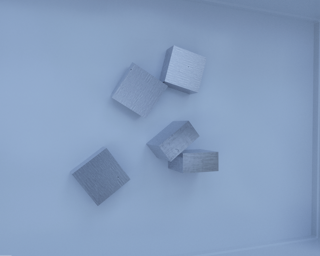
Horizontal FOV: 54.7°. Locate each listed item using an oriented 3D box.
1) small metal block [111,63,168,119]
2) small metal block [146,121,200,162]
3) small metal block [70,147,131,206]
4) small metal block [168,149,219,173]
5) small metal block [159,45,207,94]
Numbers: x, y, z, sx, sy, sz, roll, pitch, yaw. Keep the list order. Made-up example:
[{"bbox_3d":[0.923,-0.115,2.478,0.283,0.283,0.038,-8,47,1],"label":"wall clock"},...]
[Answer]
[{"bbox_3d":[-0.027,-0.048,0.394,0.050,0.025,0.050,32,97,-18],"label":"small metal block"},{"bbox_3d":[0.016,0.016,0.404,0.050,0.050,0.025,-40,103,-16],"label":"small metal block"},{"bbox_3d":[-0.074,0.059,0.384,0.050,0.025,0.050,-38,103,-16],"label":"small metal block"},{"bbox_3d":[0.043,0.043,0.415,0.050,0.050,0.025,-1,91,-20],"label":"small metal block"},{"bbox_3d":[0.031,-0.078,0.423,0.050,0.025,0.050,16,84,-20],"label":"small metal block"}]
